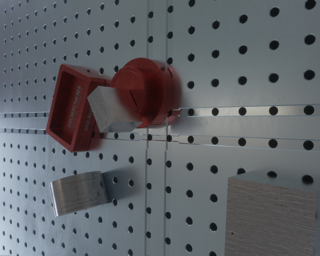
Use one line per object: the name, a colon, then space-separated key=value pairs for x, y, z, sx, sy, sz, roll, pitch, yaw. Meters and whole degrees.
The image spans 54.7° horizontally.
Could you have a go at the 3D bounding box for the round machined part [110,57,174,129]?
round machined part: x=-0.032 y=-0.048 z=0.425 sx=0.098 sy=0.042 sz=0.097 roll=0 pitch=90 yaw=40

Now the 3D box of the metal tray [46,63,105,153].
metal tray: x=-0.146 y=-0.034 z=0.527 sx=0.090 sy=0.030 sz=0.129 roll=28 pitch=108 yaw=36

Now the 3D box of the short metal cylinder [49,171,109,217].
short metal cylinder: x=-0.124 y=0.101 z=0.476 sx=0.080 sy=0.081 sz=0.050 roll=-25 pitch=75 yaw=37

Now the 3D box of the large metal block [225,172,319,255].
large metal block: x=0.112 y=0.091 z=0.300 sx=0.080 sy=0.050 sz=0.079 roll=4 pitch=93 yaw=40

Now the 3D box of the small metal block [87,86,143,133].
small metal block: x=-0.055 y=-0.022 z=0.384 sx=0.025 sy=0.050 sz=0.050 roll=-37 pitch=68 yaw=34
